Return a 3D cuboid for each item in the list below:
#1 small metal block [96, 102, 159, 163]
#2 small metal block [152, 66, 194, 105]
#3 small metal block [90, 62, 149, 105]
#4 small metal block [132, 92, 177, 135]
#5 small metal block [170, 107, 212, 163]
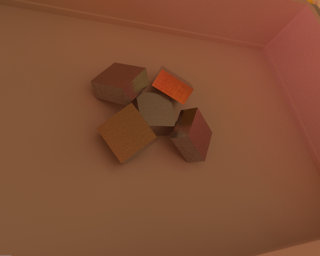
[{"bbox_3d":[-0.037,0.007,0.364,0.050,0.025,0.050,-36,81,-1],"label":"small metal block"},{"bbox_3d":[0.017,-0.061,0.434,0.050,0.025,0.050,31,15,-9],"label":"small metal block"},{"bbox_3d":[-0.050,-0.057,0.395,0.050,0.025,0.050,15,45,27],"label":"small metal block"},{"bbox_3d":[-0.010,-0.019,0.408,0.050,0.025,0.050,2,61,-28],"label":"small metal block"},{"bbox_3d":[0.043,0.010,0.406,0.050,0.025,0.050,55,42,-35],"label":"small metal block"}]
